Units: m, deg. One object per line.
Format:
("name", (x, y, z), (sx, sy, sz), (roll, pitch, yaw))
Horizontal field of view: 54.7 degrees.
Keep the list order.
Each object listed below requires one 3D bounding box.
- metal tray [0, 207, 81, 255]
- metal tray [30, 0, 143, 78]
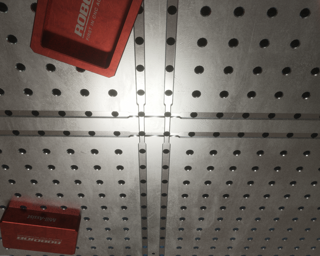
("metal tray", (-0.217, 0.191, 0.568), (0.131, 0.030, 0.089), (10, 129, -10))
("metal tray", (-0.068, -0.121, 0.303), (0.091, 0.030, 0.129), (17, 128, -15))
